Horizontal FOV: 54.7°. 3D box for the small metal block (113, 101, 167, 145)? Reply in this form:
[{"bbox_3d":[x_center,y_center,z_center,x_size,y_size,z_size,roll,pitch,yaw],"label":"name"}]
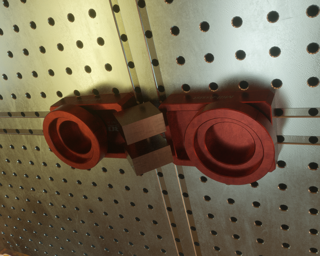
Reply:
[{"bbox_3d":[-0.026,-0.008,0.386,0.050,0.050,0.025,-135,28,-61],"label":"small metal block"}]

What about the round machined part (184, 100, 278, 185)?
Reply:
[{"bbox_3d":[0.081,0.013,0.349,0.098,0.042,0.097,13,124,21],"label":"round machined part"}]

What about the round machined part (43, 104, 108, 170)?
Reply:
[{"bbox_3d":[-0.117,0.009,0.451,0.098,0.042,0.097,13,124,21],"label":"round machined part"}]

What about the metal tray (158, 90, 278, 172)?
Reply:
[{"bbox_3d":[0.070,0.004,0.374,0.130,0.030,0.089,1,119,27],"label":"metal tray"}]

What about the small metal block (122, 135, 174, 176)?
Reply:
[{"bbox_3d":[-0.017,0.032,0.404,0.050,0.050,0.025,-135,28,-61],"label":"small metal block"}]

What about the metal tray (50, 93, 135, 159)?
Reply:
[{"bbox_3d":[-0.090,-0.001,0.456,0.130,0.030,0.089,-1,120,28],"label":"metal tray"}]
